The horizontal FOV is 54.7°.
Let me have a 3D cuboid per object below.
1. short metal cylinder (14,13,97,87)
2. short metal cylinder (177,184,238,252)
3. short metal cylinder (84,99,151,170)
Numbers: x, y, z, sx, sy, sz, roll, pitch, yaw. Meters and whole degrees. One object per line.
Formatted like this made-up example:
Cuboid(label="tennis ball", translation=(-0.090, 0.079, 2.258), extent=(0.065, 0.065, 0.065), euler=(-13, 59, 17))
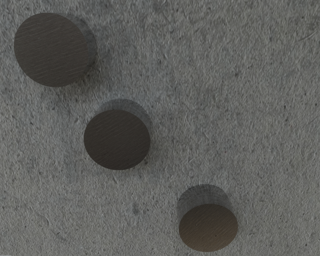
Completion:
Cuboid(label="short metal cylinder", translation=(-0.119, -0.092, 0.361), extent=(0.081, 0.050, 0.079), euler=(0, 110, 0))
Cuboid(label="short metal cylinder", translation=(0.066, 0.128, 0.444), extent=(0.081, 0.050, 0.079), euler=(0, 110, 0))
Cuboid(label="short metal cylinder", translation=(-0.052, 0.007, 0.398), extent=(0.081, 0.050, 0.079), euler=(0, 110, 0))
